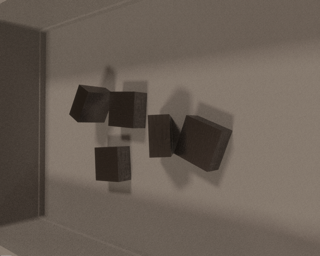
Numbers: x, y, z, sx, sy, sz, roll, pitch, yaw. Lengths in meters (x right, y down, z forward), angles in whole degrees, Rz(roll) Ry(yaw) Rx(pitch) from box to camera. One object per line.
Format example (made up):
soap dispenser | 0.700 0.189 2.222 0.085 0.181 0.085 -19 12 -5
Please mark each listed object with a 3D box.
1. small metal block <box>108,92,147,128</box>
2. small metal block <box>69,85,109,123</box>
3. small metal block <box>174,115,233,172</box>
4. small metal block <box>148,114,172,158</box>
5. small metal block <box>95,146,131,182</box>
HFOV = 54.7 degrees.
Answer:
small metal block | -0.047 -0.026 0.443 0.050 0.025 0.050 5 93 39
small metal block | -0.104 -0.036 0.473 0.025 0.050 0.050 37 112 33
small metal block | 0.050 0.017 0.364 0.050 0.025 0.050 27 107 36
small metal block | 0.001 0.010 0.384 0.025 0.050 0.050 -2 88 5
small metal block | -0.071 0.053 0.463 0.050 0.025 0.050 -4 87 39
